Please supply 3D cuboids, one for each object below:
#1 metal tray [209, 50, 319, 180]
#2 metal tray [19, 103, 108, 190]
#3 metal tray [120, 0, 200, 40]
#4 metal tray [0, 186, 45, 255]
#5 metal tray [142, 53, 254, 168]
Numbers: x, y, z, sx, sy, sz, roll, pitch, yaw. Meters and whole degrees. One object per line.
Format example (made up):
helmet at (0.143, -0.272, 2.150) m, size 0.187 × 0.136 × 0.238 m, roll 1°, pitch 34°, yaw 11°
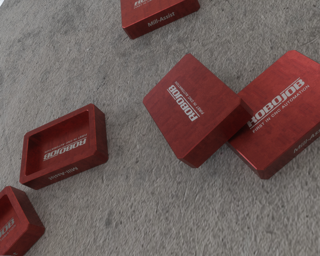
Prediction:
metal tray at (0.131, -0.018, 0.342) m, size 0.130 × 0.030 × 0.090 m, roll -40°, pitch 51°, yaw 0°
metal tray at (-0.143, 0.028, 0.458) m, size 0.130 × 0.030 × 0.090 m, roll -22°, pitch 53°, yaw 14°
metal tray at (-0.003, -0.216, 0.535) m, size 0.130 × 0.030 × 0.090 m, roll -19°, pitch 54°, yaw 16°
metal tray at (-0.229, 0.156, 0.424) m, size 0.130 × 0.030 × 0.090 m, roll -47°, pitch 51°, yaw -5°
metal tray at (0.038, -0.026, 0.371) m, size 0.090 × 0.030 × 0.130 m, roll -45°, pitch 40°, yaw 11°
